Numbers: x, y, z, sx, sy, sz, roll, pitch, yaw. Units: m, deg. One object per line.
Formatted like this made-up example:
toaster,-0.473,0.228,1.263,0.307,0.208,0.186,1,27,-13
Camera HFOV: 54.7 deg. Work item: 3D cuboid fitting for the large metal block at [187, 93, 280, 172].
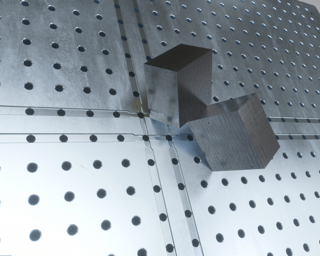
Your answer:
large metal block,0.096,0.008,0.406,0.050,0.080,0.080,-39,107,-39

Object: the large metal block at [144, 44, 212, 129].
large metal block,0.027,-0.059,0.416,0.050,0.079,0.080,21,42,33
